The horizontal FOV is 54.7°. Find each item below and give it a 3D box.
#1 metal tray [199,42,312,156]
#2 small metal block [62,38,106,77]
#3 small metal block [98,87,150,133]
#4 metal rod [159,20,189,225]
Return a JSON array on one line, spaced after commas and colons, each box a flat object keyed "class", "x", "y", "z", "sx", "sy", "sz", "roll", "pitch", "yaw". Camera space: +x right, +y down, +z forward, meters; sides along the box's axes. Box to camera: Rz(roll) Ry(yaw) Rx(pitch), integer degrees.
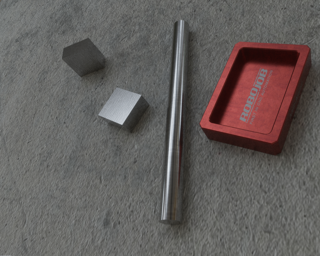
[{"class": "metal tray", "x": 0.113, "y": -0.040, "z": 0.365, "sx": 0.090, "sy": 0.030, "sz": 0.130, "roll": 14, "pitch": 69, "yaw": 33}, {"class": "small metal block", "x": -0.128, "y": -0.119, "z": 0.526, "sx": 0.050, "sy": 0.050, "sz": 0.025, "roll": -16, "pitch": 56, "yaw": 19}, {"class": "small metal block", "x": -0.052, "y": -0.026, "z": 0.446, "sx": 0.050, "sy": 0.025, "sz": 0.050, "roll": 21, "pitch": 73, "yaw": 35}, {"class": "metal rod", "x": 0.022, "y": -0.028, "z": 0.408, "sx": 0.025, "sy": 0.025, "sz": 0.299, "roll": -9, "pitch": 58, "yaw": 23}]
